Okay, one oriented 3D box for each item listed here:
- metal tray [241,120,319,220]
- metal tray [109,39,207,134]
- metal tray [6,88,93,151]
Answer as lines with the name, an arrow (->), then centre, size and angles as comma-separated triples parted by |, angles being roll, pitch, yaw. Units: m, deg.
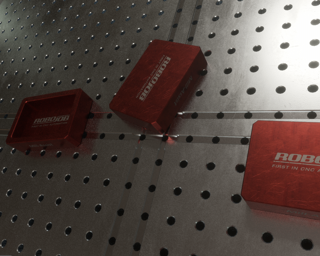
metal tray -> 0.153, 0.040, 0.300 | 0.130, 0.030, 0.090 | 3, 63, 29
metal tray -> -0.003, -0.064, 0.444 | 0.090, 0.030, 0.130 | 21, 73, 35
metal tray -> -0.180, -0.012, 0.504 | 0.130, 0.030, 0.090 | -5, 59, 25
